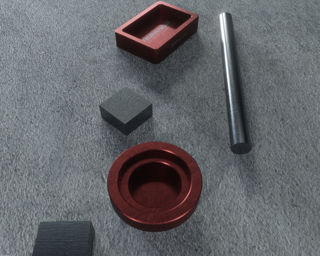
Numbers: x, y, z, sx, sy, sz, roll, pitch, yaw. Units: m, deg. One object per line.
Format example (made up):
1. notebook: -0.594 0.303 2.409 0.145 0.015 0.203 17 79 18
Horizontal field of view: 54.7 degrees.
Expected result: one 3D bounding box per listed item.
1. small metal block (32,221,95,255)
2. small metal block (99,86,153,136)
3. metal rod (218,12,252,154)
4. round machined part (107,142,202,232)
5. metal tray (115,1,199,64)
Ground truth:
1. small metal block: -0.094 0.120 0.301 0.050 0.025 0.050 -1 50 -1
2. small metal block: -0.046 -0.024 0.423 0.050 0.025 0.050 35 58 25
3. metal rod: 0.111 -0.089 0.479 0.025 0.025 0.300 3 50 2
4. round machined part: -0.005 0.066 0.337 0.099 0.042 0.098 0 50 0
5. metal tray: -0.003 -0.171 0.543 0.090 0.030 0.131 29 56 22
